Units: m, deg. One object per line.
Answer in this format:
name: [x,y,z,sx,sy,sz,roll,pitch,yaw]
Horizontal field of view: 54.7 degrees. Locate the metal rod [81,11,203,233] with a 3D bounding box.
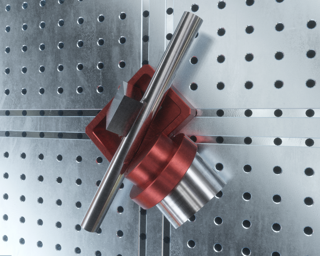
metal rod: [-0.027,0.000,0.389,0.025,0.025,0.298,30,99,17]

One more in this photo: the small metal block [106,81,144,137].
small metal block: [-0.046,-0.025,0.391,0.025,0.050,0.050,23,112,-20]

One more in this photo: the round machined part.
round machined part: [-0.005,0.043,0.364,0.042,0.098,0.098,41,103,-7]

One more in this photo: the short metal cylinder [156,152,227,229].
short metal cylinder: [0.032,0.074,0.370,0.080,0.080,0.050,-45,76,14]

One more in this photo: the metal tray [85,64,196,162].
metal tray: [-0.028,-0.009,0.418,0.130,0.030,0.090,-45,77,14]
